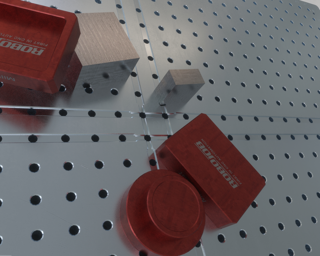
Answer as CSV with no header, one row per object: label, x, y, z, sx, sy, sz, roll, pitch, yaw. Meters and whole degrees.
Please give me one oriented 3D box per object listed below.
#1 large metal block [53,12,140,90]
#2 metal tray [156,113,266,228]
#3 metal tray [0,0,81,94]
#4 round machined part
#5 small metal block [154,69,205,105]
large metal block,-0.087,-0.103,0.409,0.081,0.050,0.080,-18,71,-35
metal tray,0.069,0.053,0.410,0.130,0.030,0.091,49,51,6
metal tray,-0.165,-0.096,0.339,0.131,0.030,0.090,13,68,-2
round machined part,0.009,0.091,0.347,0.099,0.042,0.098,14,56,-21
small metal block,0.027,-0.059,0.443,0.050,0.050,0.025,-8,66,-32
